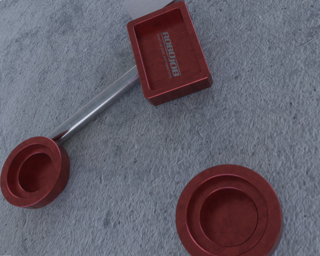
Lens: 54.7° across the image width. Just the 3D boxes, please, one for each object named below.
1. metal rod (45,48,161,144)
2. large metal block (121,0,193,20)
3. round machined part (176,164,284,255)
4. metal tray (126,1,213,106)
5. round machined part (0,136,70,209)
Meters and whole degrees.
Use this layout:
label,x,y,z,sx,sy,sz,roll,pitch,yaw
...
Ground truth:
label,x,y,z,sx,sy,sz,roll,pitch,yaw
metal rod,-0.105,-0.027,0.473,0.300,0.025,0.025,-38,51,2
large metal block,-0.006,-0.192,0.507,0.080,0.050,0.080,-34,52,6
round machined part,0.069,0.088,0.302,0.098,0.042,0.098,-13,56,20
metal tray,0.011,-0.105,0.433,0.090,0.030,0.130,-19,68,10
round machined part,-0.168,0.064,0.433,0.098,0.042,0.098,-8,65,17
